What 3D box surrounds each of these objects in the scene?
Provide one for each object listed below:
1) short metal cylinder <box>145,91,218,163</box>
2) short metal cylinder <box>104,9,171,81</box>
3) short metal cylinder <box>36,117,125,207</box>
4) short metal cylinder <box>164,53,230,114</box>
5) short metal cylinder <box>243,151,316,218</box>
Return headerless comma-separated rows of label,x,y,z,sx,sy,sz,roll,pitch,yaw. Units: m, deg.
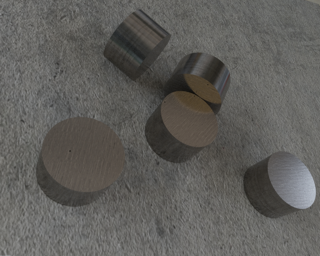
short metal cylinder,0.027,-0.001,0.403,0.081,0.050,0.080,14,56,-21
short metal cylinder,-0.030,-0.111,0.420,0.050,0.080,0.080,41,51,-1
short metal cylinder,-0.083,0.035,0.321,0.081,0.050,0.080,14,56,-21
short metal cylinder,0.052,-0.057,0.431,0.080,0.080,0.050,34,52,-6
short metal cylinder,0.164,0.079,0.428,0.081,0.050,0.080,14,56,-21
